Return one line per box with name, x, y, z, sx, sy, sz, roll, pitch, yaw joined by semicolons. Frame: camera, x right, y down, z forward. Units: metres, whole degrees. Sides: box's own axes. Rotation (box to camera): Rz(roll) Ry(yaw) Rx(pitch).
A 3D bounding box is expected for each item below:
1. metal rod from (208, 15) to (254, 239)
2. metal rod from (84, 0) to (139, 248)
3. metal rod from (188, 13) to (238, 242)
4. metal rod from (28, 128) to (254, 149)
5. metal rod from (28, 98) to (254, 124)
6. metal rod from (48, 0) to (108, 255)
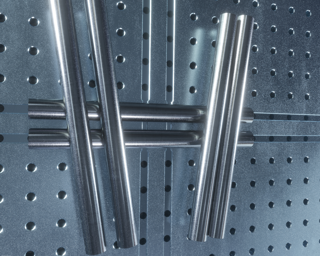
metal rod;0.096;-0.004;0.422;0.025;0.025;0.299;10;87;-20
metal rod;-0.057;-0.009;0.365;0.025;0.025;0.298;-8;93;-20
metal rod;0.071;-0.003;0.413;0.025;0.025;0.299;10;87;-20
metal rod;-0.009;0.015;0.410;0.302;0.025;0.025;1;90;-20
metal rod;-0.009;-0.020;0.409;0.302;0.025;0.025;1;90;-20
metal rod;-0.093;-0.006;0.352;0.025;0.025;0.298;-9;93;-20
